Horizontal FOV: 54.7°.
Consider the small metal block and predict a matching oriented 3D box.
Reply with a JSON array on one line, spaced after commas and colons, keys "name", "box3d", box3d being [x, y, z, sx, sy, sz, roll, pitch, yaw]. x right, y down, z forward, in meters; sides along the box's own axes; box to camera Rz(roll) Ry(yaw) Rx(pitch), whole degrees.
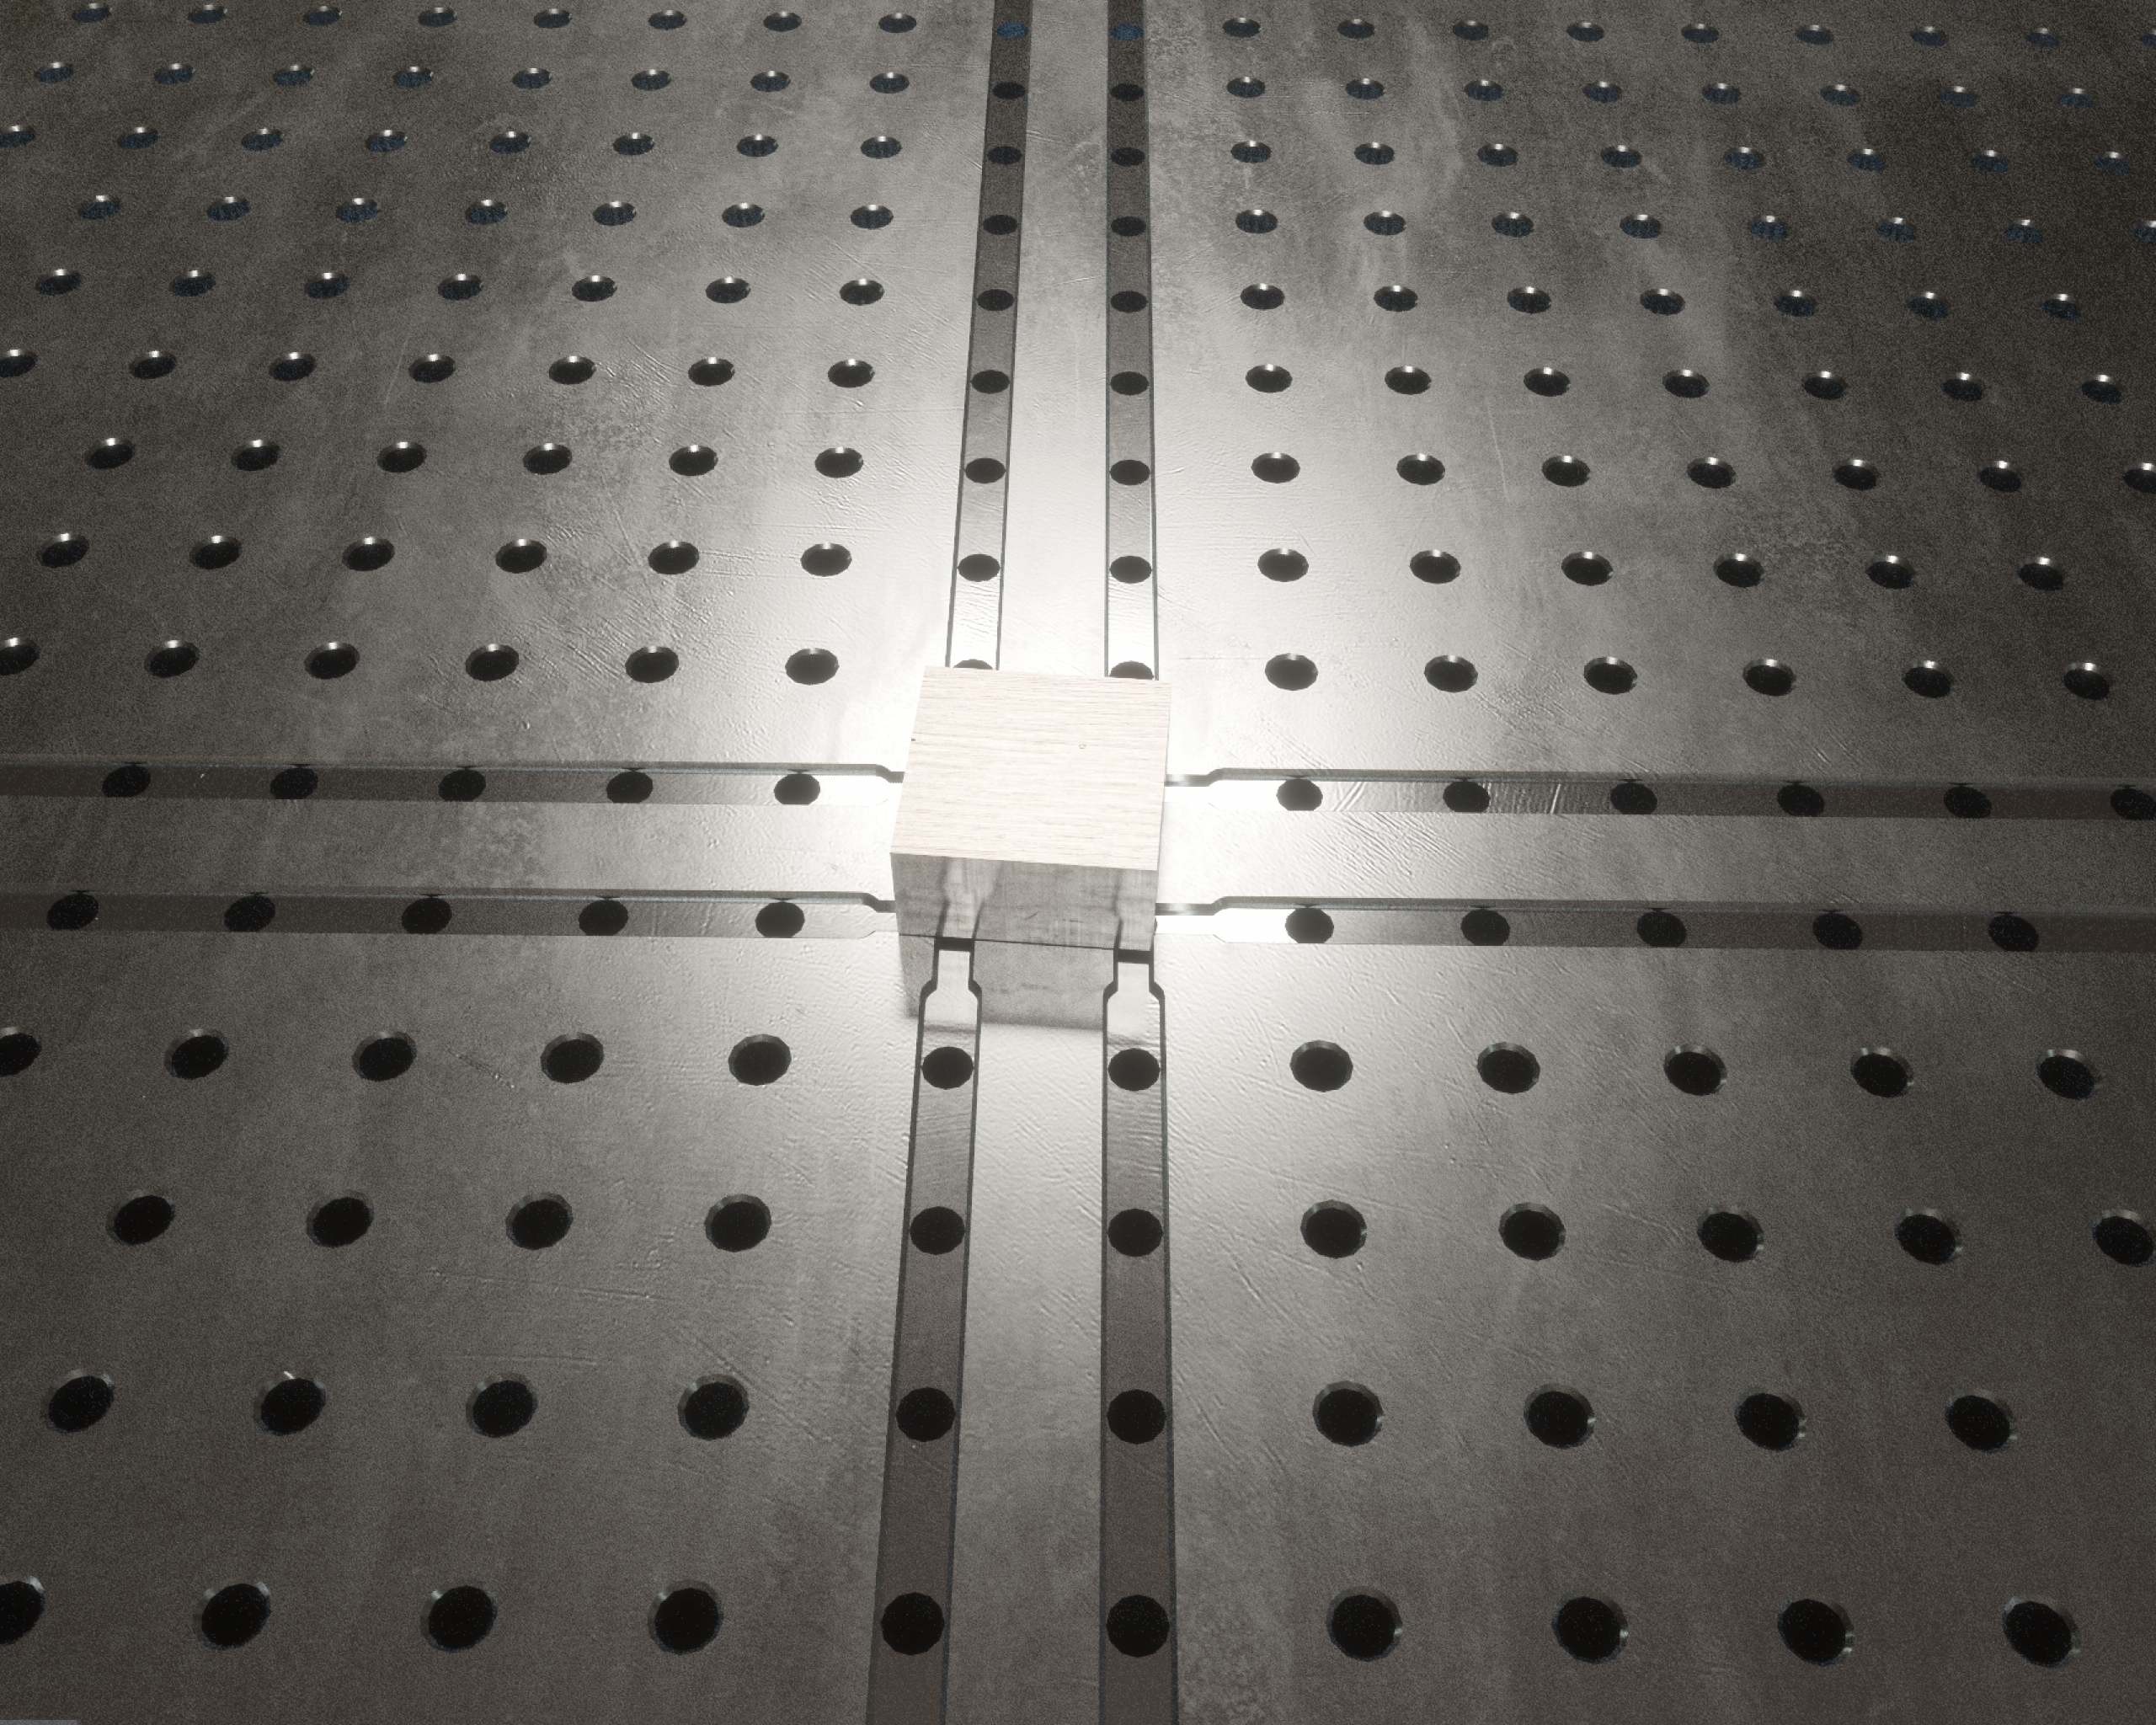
[{"name": "small metal block", "box3d": [-0.008, -0.011, 0.417, 0.050, 0.025, 0.050, 4, 50, 3]}]
